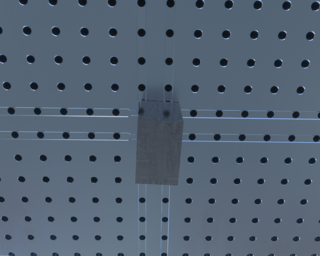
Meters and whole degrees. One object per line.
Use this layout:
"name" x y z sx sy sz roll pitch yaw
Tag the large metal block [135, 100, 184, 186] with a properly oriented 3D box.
"large metal block" -0.002 0.016 0.389 0.050 0.080 0.079 3 110 -2
